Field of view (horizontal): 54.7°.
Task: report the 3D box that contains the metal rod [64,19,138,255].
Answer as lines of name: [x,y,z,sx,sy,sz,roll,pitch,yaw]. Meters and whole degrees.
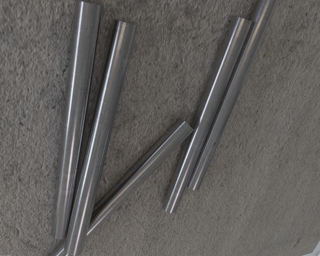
metal rod: [-0.075,0.026,0.367,0.025,0.025,0.298,5,112,-31]

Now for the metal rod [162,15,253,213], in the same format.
metal rod: [0.058,-0.003,0.436,0.025,0.025,0.298,4,117,-30]

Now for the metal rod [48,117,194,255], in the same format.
metal rod: [-0.066,0.102,0.433,0.300,0.025,0.025,-46,129,4]

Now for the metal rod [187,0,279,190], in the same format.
metal rod: [0.094,-0.040,0.433,0.025,0.025,0.298,4,117,-30]

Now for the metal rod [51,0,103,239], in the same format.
metal rod: [-0.101,0.011,0.357,0.025,0.025,0.298,0,119,-29]
